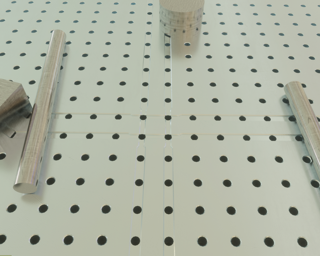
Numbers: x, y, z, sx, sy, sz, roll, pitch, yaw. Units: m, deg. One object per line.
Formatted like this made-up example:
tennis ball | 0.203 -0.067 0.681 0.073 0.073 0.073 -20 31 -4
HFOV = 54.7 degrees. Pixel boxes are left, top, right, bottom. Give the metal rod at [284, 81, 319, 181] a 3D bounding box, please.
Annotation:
metal rod | 0.199 0.054 0.364 0.025 0.025 0.300 0 50 -1

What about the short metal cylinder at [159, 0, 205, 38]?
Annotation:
short metal cylinder | 0.039 -0.211 0.569 0.081 0.050 0.080 0 50 0

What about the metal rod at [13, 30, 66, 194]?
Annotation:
metal rod | -0.164 -0.046 0.444 0.025 0.025 0.300 -3 50 -3

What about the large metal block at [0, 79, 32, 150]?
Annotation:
large metal block | -0.233 -0.023 0.408 0.080 0.050 0.080 14 51 11
